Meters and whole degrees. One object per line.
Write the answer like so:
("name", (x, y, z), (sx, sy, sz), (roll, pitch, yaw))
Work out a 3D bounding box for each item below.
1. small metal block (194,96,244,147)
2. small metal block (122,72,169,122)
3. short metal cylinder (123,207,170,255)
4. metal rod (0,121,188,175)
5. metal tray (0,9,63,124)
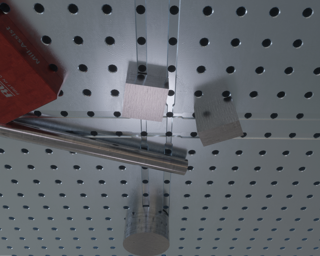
("small metal block", (0.072, -0.009, 0.388), (0.050, 0.050, 0.025), (-17, 128, 14))
("small metal block", (-0.018, -0.037, 0.380), (0.050, 0.025, 0.050), (7, 130, -6))
("short metal cylinder", (-0.024, 0.185, 0.553), (0.080, 0.050, 0.079), (0, 130, 0))
("metal rod", (-0.106, 0.024, 0.430), (0.302, 0.025, 0.025), (13, 129, -12))
("metal tray", (-0.186, -0.072, 0.345), (0.090, 0.030, 0.130), (-22, 127, 17))
